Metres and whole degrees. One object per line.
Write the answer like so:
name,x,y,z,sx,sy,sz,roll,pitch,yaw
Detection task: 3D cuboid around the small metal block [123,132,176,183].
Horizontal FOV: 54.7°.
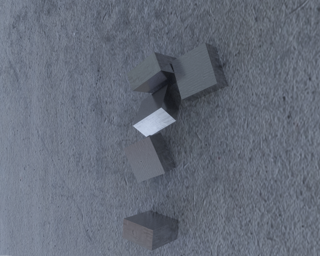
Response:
small metal block,-0.014,0.039,0.410,0.050,0.025,0.050,-26,86,37

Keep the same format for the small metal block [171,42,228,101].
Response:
small metal block,0.046,-0.065,0.367,0.050,0.025,0.050,-23,76,37

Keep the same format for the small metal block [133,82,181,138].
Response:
small metal block,-0.003,-0.022,0.390,0.050,0.025,0.050,-31,29,35

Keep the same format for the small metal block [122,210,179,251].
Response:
small metal block,-0.012,0.130,0.399,0.050,0.050,0.025,7,94,40

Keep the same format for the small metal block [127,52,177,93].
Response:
small metal block,-0.004,-0.068,0.392,0.050,0.050,0.025,-30,71,36
